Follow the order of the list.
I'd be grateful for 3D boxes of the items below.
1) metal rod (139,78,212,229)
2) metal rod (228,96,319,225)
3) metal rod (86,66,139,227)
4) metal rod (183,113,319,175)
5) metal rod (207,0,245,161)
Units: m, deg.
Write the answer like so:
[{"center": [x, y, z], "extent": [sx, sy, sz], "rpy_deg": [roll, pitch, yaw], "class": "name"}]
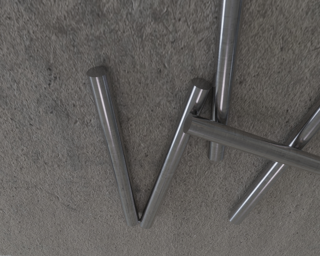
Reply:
[{"center": [0.012, 0.058, 0.456], "extent": [0.025, 0.025, 0.298], "rpy_deg": [11, 129, -9], "class": "metal rod"}, {"center": [0.175, 0.050, 0.451], "extent": [0.025, 0.025, 0.298], "rpy_deg": [13, 129, -11], "class": "metal rod"}, {"center": [-0.059, 0.049, 0.448], "extent": [0.025, 0.025, 0.298], "rpy_deg": [-3, 130, 3], "class": "metal rod"}, {"center": [0.172, 0.038, 0.406], "extent": [0.302, 0.025, 0.025], "rpy_deg": [17, 128, -15], "class": "metal rod"}, {"center": [0.072, -0.075, 0.343], "extent": [0.025, 0.025, 0.298], "rpy_deg": [-2, 130, 1], "class": "metal rod"}]
